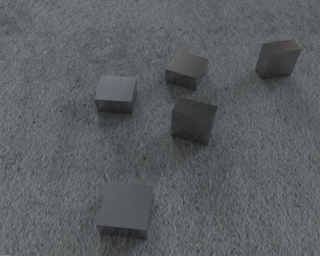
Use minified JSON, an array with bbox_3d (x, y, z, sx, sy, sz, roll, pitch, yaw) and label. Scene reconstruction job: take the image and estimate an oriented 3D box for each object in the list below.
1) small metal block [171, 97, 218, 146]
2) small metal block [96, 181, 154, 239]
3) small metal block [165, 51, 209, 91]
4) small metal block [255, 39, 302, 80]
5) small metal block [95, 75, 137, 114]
[{"bbox_3d":[0.042,-0.008,0.394,0.050,0.050,0.025,16,52,13],"label":"small metal block"},{"bbox_3d":[-0.035,0.087,0.330,0.050,0.025,0.050,5,50,4],"label":"small metal block"},{"bbox_3d":[0.042,-0.089,0.478,0.050,0.025,0.050,20,53,16],"label":"small metal block"},{"bbox_3d":[0.181,-0.105,0.476,0.050,0.050,0.025,-10,51,-9],"label":"small metal block"},{"bbox_3d":[-0.061,-0.048,0.443,0.050,0.025,0.050,4,50,3],"label":"small metal block"}]
